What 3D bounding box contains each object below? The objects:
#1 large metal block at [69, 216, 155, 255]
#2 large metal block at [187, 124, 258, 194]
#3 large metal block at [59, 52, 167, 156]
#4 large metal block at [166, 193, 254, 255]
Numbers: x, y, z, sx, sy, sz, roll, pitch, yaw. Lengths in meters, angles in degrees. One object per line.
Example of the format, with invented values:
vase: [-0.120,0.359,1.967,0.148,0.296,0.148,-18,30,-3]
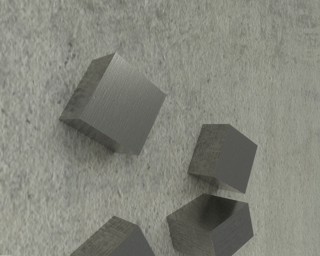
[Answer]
large metal block: [-0.050,0.161,0.348,0.080,0.050,0.080,-38,114,-34]
large metal block: [0.097,0.047,0.473,0.080,0.050,0.080,32,70,-36]
large metal block: [-0.050,-0.024,0.348,0.080,0.050,0.080,37,67,-34]
large metal block: [0.069,0.137,0.430,0.081,0.080,0.050,-21,104,-38]
